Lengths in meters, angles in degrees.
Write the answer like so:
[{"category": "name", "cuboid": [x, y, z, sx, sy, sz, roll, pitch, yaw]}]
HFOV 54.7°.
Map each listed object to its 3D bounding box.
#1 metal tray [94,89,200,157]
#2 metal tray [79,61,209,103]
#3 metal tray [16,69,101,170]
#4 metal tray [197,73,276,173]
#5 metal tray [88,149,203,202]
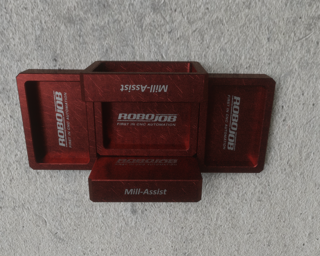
[{"category": "metal tray", "cuboid": [-0.017, -0.010, 0.404, 0.131, 0.030, 0.089, 1, 110, -1]}, {"category": "metal tray", "cuboid": [-0.016, -0.056, 0.356, 0.131, 0.090, 0.030, 0, 110, -1]}, {"category": "metal tray", "cuboid": [-0.127, -0.009, 0.403, 0.091, 0.030, 0.129, 0, 110, -1]}, {"category": "metal tray", "cuboid": [0.095, -0.005, 0.408, 0.091, 0.030, 0.129, 0, 110, -1]}, {"category": "metal tray", "cuboid": [-0.017, 0.057, 0.396, 0.131, 0.090, 0.030, 0, 110, -1]}]
